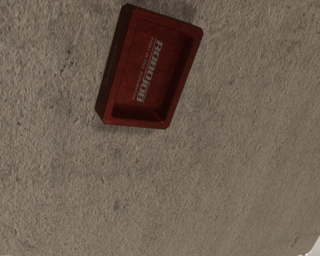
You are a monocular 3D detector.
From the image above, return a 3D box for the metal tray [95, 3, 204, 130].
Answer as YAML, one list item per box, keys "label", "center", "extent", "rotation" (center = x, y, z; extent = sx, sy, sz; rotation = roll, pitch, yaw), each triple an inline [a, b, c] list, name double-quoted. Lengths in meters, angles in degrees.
- label: "metal tray"
  center: [-0.014, -0.064, 0.357]
  extent: [0.091, 0.030, 0.129]
  rotation: [6, 116, -31]
